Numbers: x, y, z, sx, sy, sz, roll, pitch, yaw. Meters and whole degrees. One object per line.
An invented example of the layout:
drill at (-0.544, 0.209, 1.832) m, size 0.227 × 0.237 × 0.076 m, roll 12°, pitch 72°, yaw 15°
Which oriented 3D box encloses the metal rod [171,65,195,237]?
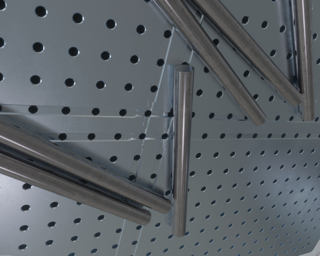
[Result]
metal rod at (0.031, 0.053, 0.459) m, size 0.025 × 0.025 × 0.298 m, roll -14°, pitch 124°, yaw -21°

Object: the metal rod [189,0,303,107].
metal rod at (0.115, -0.106, 0.407) m, size 0.301 × 0.025 × 0.025 m, roll 30°, pitch 102°, yaw -38°

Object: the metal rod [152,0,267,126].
metal rod at (0.065, -0.089, 0.390) m, size 0.025 × 0.025 × 0.301 m, roll -47°, pitch 129°, yaw 4°

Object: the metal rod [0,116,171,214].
metal rod at (-0.088, 0.056, 0.397) m, size 0.025 × 0.025 × 0.301 m, roll -50°, pitch 129°, yaw 7°

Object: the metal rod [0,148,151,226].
metal rod at (-0.120, 0.073, 0.390) m, size 0.301 × 0.025 × 0.025 m, roll 35°, pitch 99°, yaw -39°

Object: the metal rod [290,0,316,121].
metal rod at (0.205, -0.126, 0.444) m, size 0.025 × 0.025 × 0.299 m, roll -32°, pitch 129°, yaw -8°
